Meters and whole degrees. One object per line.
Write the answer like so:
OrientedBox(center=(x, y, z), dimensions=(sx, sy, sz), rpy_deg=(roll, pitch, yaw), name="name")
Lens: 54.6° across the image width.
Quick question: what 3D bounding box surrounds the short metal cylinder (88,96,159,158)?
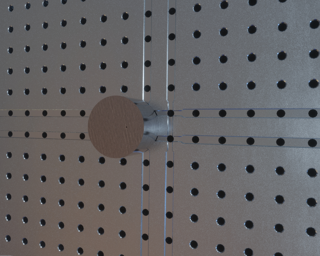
OrientedBox(center=(-0.048, -0.002, 0.417), dimensions=(0.080, 0.050, 0.080), rpy_deg=(0, 90, 20), name="short metal cylinder")
